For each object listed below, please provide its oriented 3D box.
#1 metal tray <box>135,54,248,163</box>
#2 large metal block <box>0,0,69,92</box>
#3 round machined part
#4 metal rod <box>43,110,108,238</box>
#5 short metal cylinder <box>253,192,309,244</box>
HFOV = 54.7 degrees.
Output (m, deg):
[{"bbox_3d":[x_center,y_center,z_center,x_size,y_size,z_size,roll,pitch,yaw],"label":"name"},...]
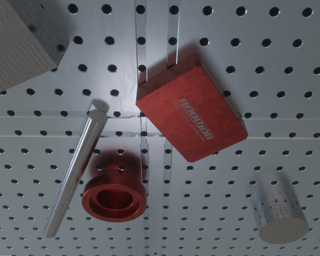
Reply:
[{"bbox_3d":[0.042,-0.018,0.393,0.090,0.030,0.130,-28,125,21],"label":"metal tray"},{"bbox_3d":[-0.155,-0.092,0.315,0.080,0.050,0.080,-19,128,15],"label":"large metal block"},{"bbox_3d":[-0.070,0.103,0.488,0.099,0.042,0.097,0,130,0],"label":"round machined part"},{"bbox_3d":[-0.141,0.088,0.485,0.025,0.025,0.298,19,128,-16],"label":"metal rod"},{"bbox_3d":[0.204,0.155,0.529,0.081,0.050,0.079,0,130,0],"label":"short metal cylinder"}]
